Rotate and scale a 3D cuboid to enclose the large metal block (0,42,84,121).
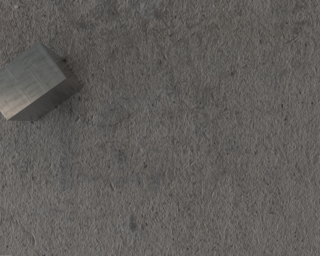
[{"bbox_3d":[-0.150,-0.052,0.381,0.080,0.080,0.050,-36,90,0],"label":"large metal block"}]
